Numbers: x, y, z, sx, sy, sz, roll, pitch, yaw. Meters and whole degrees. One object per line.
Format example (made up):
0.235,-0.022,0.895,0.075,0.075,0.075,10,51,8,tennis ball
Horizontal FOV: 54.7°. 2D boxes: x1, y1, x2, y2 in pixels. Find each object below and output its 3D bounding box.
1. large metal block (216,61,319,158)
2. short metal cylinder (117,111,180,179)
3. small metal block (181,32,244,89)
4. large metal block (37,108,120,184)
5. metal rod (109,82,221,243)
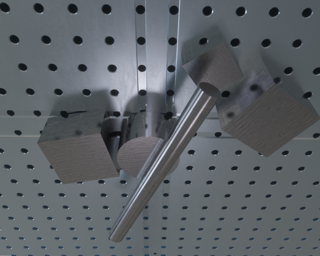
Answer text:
0.129,-0.021,0.379,0.080,0.050,0.080,29,124,-23,large metal block
-0.015,0.024,0.416,0.081,0.050,0.079,0,130,0,short metal cylinder
0.059,-0.071,0.352,0.050,0.025,0.050,-27,125,21,small metal block
-0.102,0.026,0.416,0.080,0.050,0.080,-9,130,7,large metal block
-0.009,0.065,0.401,0.025,0.025,0.298,18,128,-15,metal rod
